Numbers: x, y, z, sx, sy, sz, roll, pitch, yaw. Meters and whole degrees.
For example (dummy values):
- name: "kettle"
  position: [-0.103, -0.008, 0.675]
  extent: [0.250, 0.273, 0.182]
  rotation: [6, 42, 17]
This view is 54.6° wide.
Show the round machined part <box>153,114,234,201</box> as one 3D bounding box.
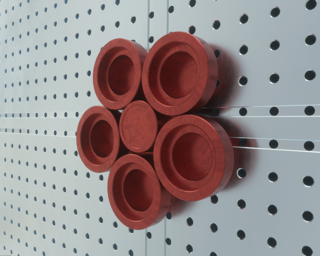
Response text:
- name: "round machined part"
  position: [0.042, 0.033, 0.364]
  extent: [0.098, 0.042, 0.097]
  rotation: [0, 90, 40]

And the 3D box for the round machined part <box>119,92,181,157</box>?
- name: "round machined part"
  position: [-0.016, -0.002, 0.412]
  extent: [0.098, 0.042, 0.097]
  rotation: [0, 90, 40]

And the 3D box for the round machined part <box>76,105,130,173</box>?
- name: "round machined part"
  position: [-0.079, 0.016, 0.464]
  extent: [0.098, 0.042, 0.097]
  rotation: [0, 90, 40]

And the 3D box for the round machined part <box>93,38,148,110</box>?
- name: "round machined part"
  position: [-0.048, -0.074, 0.439]
  extent: [0.098, 0.042, 0.097]
  rotation: [0, 90, 40]

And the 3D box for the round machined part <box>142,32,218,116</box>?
- name: "round machined part"
  position: [0.028, -0.063, 0.376]
  extent: [0.098, 0.042, 0.097]
  rotation: [0, 90, 40]

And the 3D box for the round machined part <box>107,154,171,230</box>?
- name: "round machined part"
  position: [-0.023, 0.082, 0.418]
  extent: [0.098, 0.042, 0.097]
  rotation: [0, 90, 40]
